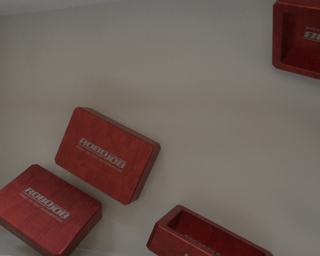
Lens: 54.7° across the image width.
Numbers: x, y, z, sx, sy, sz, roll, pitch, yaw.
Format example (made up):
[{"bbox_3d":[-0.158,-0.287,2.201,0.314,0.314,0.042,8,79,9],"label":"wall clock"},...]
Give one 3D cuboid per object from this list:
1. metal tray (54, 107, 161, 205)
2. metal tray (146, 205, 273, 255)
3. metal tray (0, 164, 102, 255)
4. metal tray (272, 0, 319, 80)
[{"bbox_3d":[-0.075,0.036,0.433,0.130,0.030,0.090,26,98,17],"label":"metal tray"},{"bbox_3d":[0.060,0.140,0.354,0.130,0.090,0.030,24,98,18],"label":"metal tray"},{"bbox_3d":[-0.158,0.114,0.430,0.130,0.090,0.030,26,135,18],"label":"metal tray"},{"bbox_3d":[0.177,-0.083,0.298,0.130,0.090,0.030,24,68,30],"label":"metal tray"}]
